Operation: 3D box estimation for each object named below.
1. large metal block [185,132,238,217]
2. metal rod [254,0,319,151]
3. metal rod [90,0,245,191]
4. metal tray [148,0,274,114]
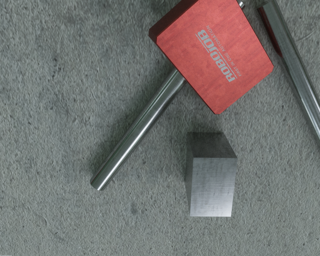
[{"bbox_3d":[0.062,0.057,0.403,0.050,0.080,0.079,1,110,-1],"label":"large metal block"},{"bbox_3d":[0.198,-0.024,0.403,0.025,0.025,0.299,-30,108,10],"label":"metal rod"},{"bbox_3d":[0.000,-0.034,0.397,0.025,0.025,0.299,34,106,-12],"label":"metal rod"},{"bbox_3d":[0.061,-0.087,0.351,0.090,0.030,0.130,-40,125,8],"label":"metal tray"}]
